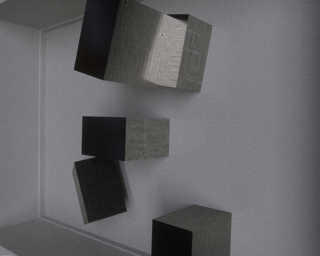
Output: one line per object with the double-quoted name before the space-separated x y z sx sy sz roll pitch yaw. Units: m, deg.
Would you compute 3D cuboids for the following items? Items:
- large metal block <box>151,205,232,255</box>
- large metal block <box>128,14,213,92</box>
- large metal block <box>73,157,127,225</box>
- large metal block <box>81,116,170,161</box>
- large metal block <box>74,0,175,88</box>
"large metal block" 0.036 0.136 0.340 0.050 0.081 0.079 3 92 40
"large metal block" 0.010 -0.092 0.380 0.080 0.050 0.079 16 100 38
"large metal block" -0.089 0.089 0.439 0.080 0.050 0.080 132 123 -65
"large metal block" -0.044 0.011 0.405 0.080 0.081 0.050 3 92 39
"large metal block" -0.037 -0.091 0.335 0.050 0.081 0.079 23 105 37
